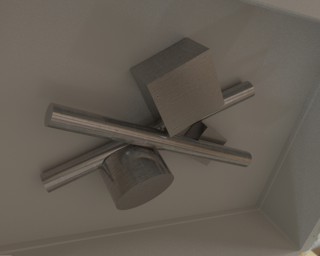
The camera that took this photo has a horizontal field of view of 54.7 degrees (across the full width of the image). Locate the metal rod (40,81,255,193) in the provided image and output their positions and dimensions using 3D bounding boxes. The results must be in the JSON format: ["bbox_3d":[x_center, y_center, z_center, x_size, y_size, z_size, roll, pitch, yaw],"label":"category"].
[{"bbox_3d":[-0.005,0.005,0.408,0.302,0.025,0.025,-25,128,-14],"label":"metal rod"}]

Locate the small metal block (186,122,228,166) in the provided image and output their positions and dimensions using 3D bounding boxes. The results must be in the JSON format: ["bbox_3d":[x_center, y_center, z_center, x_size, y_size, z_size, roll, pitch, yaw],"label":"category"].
[{"bbox_3d":[0.063,0.022,0.454,0.050,0.025,0.050,30,102,-38],"label":"small metal block"}]

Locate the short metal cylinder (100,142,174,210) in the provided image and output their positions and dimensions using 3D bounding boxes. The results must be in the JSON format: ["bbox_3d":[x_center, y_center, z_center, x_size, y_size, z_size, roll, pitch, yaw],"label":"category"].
[{"bbox_3d":[-0.029,0.061,0.396,0.081,0.050,0.080,-25,152,-14],"label":"short metal cylinder"}]

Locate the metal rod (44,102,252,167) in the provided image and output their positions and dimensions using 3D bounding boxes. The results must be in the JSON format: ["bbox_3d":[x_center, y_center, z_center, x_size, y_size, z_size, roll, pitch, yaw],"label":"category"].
[{"bbox_3d":[0.011,0.017,0.392,0.302,0.025,0.025,14,111,-34],"label":"metal rod"}]

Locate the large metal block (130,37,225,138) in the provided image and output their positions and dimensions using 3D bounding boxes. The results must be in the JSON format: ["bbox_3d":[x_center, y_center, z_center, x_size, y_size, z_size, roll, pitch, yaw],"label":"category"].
[{"bbox_3d":[0.023,-0.049,0.374,0.080,0.050,0.080,-31,129,-8],"label":"large metal block"}]
